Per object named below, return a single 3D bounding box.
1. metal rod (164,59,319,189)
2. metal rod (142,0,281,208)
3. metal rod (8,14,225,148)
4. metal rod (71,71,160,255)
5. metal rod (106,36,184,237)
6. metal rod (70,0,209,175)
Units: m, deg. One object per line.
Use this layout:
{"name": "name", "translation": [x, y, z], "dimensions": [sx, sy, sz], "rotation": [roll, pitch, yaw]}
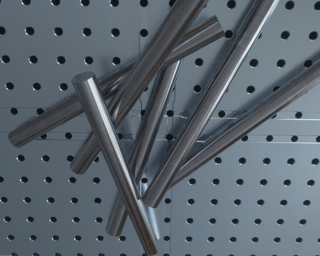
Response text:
{"name": "metal rod", "translation": [0.121, -0.011, 0.410], "dimensions": [0.300, 0.025, 0.025], "rotation": [-37, 106, 12]}
{"name": "metal rod", "translation": [0.057, -0.026, 0.390], "dimensions": [0.025, 0.025, 0.299], "rotation": [27, 103, -10]}
{"name": "metal rod", "translation": [-0.064, -0.049, 0.378], "dimensions": [0.300, 0.025, 0.025], "rotation": [-26, 108, 15]}
{"name": "metal rod", "translation": [-0.046, 0.068, 0.401], "dimensions": [0.025, 0.025, 0.299], "rotation": [-13, 123, 4]}
{"name": "metal rod", "translation": [-0.022, 0.023, 0.421], "dimensions": [0.025, 0.025, 0.298], "rotation": [18, 109, -7]}
{"name": "metal rod", "translation": [-0.034, -0.042, 0.353], "dimensions": [0.025, 0.025, 0.298], "rotation": [32, 123, -11]}
